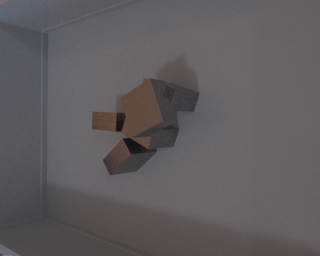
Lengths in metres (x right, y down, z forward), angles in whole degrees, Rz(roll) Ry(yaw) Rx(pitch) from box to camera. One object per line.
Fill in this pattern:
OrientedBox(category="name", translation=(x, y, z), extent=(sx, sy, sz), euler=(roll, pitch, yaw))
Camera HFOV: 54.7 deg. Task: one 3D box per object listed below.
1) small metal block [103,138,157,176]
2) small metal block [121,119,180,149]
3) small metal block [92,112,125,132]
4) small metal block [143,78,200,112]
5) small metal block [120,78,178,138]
OrientedBox(category="small metal block", translation=(-0.041, 0.038, 0.425), extent=(0.050, 0.050, 0.025), euler=(-45, 63, 30))
OrientedBox(category="small metal block", translation=(-0.012, 0.004, 0.401), extent=(0.050, 0.050, 0.025), euler=(29, 108, 36))
OrientedBox(category="small metal block", translation=(-0.060, -0.009, 0.441), extent=(0.050, 0.050, 0.025), euler=(5, 93, 40))
OrientedBox(category="small metal block", translation=(0.012, -0.040, 0.381), extent=(0.050, 0.050, 0.025), euler=(25, 106, 37))
OrientedBox(category="small metal block", translation=(-0.013, -0.021, 0.353), extent=(0.050, 0.025, 0.050), euler=(-27, 73, 36))
